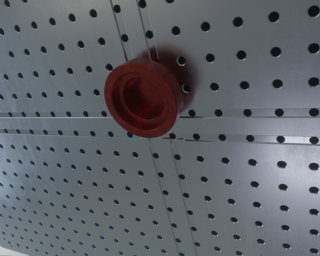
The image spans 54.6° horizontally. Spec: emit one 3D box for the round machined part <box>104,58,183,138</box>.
[{"bbox_3d":[-0.016,-0.040,0.385,0.098,0.042,0.097,13,124,21],"label":"round machined part"}]
